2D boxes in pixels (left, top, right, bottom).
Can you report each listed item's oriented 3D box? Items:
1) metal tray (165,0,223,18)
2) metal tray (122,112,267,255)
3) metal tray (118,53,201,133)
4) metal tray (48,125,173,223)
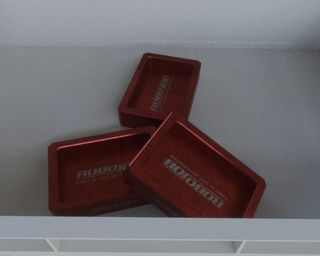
[{"bbox_3d":[0.082,-0.283,0.643,0.090,0.030,0.131,28,55,21],"label":"metal tray"},{"bbox_3d":[0.038,0.055,0.324,0.130,0.030,0.090,38,56,0],"label":"metal tray"},{"bbox_3d":[0.003,-0.053,0.445,0.090,0.030,0.130,11,51,9],"label":"metal tray"},{"bbox_3d":[-0.058,0.049,0.359,0.131,0.030,0.090,-10,51,-9],"label":"metal tray"}]
